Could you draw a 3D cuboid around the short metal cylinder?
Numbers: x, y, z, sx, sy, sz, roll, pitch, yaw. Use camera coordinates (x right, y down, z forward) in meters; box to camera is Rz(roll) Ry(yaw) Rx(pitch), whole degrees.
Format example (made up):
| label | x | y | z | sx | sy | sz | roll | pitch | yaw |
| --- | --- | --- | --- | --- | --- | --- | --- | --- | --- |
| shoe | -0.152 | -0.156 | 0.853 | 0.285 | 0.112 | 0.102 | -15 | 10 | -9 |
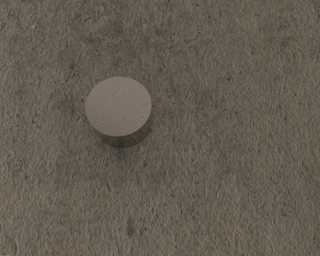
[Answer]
| label | x | y | z | sx | sy | sz | roll | pitch | yaw |
| --- | --- | --- | --- | --- | --- | --- | --- | --- | --- |
| short metal cylinder | -0.051 | -0.019 | 0.401 | 0.081 | 0.050 | 0.080 | 0 | 70 | 0 |
